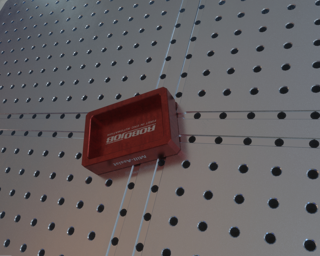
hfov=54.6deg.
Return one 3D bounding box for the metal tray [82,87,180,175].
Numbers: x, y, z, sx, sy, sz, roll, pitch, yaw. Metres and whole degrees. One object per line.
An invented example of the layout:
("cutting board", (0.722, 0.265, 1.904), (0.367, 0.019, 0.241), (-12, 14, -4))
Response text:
("metal tray", (-0.042, 0.005, 0.425), (0.130, 0.030, 0.090), (-17, 55, 18))
